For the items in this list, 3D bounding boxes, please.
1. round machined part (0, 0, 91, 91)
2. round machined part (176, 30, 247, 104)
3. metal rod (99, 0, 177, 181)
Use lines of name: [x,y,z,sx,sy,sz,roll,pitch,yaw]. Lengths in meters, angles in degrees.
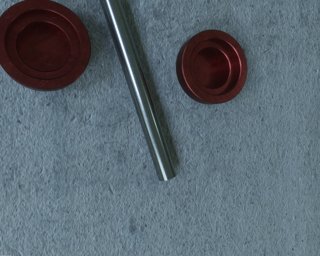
round machined part: [-0.131,-0.090,0.352,0.099,0.042,0.097,0,90,-21]
round machined part: [0.067,-0.081,0.426,0.099,0.042,0.097,0,90,-21]
metal rod: [-0.035,-0.075,0.396,0.025,0.025,0.298,-20,97,-19]
